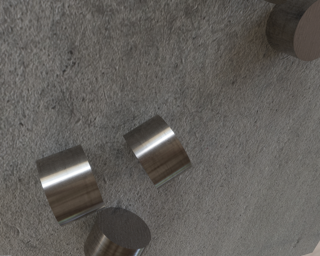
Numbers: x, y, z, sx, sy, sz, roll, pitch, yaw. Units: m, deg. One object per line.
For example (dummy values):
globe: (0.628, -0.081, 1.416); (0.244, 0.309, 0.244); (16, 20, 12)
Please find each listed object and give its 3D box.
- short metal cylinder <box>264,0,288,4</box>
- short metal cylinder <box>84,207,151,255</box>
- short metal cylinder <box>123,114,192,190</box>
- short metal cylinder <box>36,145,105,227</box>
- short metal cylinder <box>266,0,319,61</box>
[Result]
short metal cylinder: (0.117, -0.177, 0.325); (0.080, 0.080, 0.050); (31, 101, -38)
short metal cylinder: (-0.060, 0.158, 0.436); (0.081, 0.080, 0.050); (15, 110, -35)
short metal cylinder: (-0.004, 0.030, 0.387); (0.050, 0.080, 0.080); (-33, 129, -7)
short metal cylinder: (-0.101, 0.065, 0.356); (0.050, 0.080, 0.080); (-21, 127, -16)
short metal cylinder: (0.190, -0.135, 0.411); (0.081, 0.050, 0.079); (-14, 124, -21)
